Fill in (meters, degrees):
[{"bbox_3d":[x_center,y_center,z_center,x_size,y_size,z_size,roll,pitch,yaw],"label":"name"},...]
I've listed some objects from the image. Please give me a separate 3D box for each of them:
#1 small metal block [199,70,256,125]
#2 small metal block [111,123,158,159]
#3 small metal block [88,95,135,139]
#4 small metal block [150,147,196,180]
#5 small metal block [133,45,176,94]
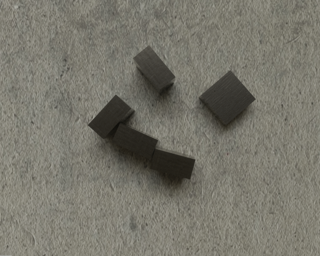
[{"bbox_3d":[0.088,-0.040,0.410,0.050,0.025,0.050,-41,90,0],"label":"small metal block"},{"bbox_3d":[-0.030,0.016,0.397,0.050,0.050,0.025,24,90,0],"label":"small metal block"},{"bbox_3d":[-0.061,-0.014,0.397,0.025,0.050,0.050,42,90,0],"label":"small metal block"},{"bbox_3d":[0.015,0.043,0.397,0.050,0.050,0.025,15,90,0],"label":"small metal block"},{"bbox_3d":[-0.007,-0.073,0.397,0.025,0.050,0.050,-40,90,0],"label":"small metal block"}]
